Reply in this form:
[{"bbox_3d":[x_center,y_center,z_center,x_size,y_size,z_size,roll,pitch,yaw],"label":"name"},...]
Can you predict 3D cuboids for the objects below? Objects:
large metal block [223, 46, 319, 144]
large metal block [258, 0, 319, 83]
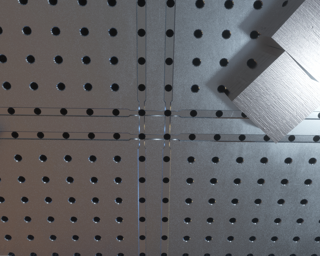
[{"bbox_3d":[0.141,-0.042,0.387,0.080,0.050,0.080,41,105,-14],"label":"large metal block"},{"bbox_3d":[0.178,-0.113,0.361,0.080,0.050,0.080,37,106,-13],"label":"large metal block"}]
